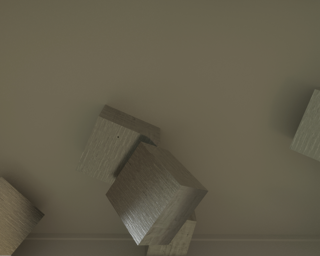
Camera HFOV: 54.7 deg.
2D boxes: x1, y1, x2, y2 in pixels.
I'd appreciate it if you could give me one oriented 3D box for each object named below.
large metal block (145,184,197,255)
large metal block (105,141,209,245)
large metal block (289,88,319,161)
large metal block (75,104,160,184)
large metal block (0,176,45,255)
[{"bbox_3d":[0.012,0.133,0.431,0.050,0.080,0.079,11,110,-5],"label":"large metal block"},{"bbox_3d":[-0.006,0.075,0.357,0.050,0.080,0.080,22,106,-46],"label":"large metal block"},{"bbox_3d":[0.220,0.002,0.382,0.080,0.050,0.079,26,112,29],"label":"large metal block"},{"bbox_3d":[-0.053,0.027,0.407,0.080,0.050,0.080,24,108,-9],"label":"large metal block"},{"bbox_3d":[-0.222,0.126,0.418,0.050,0.080,0.080,-25,112,43],"label":"large metal block"}]
